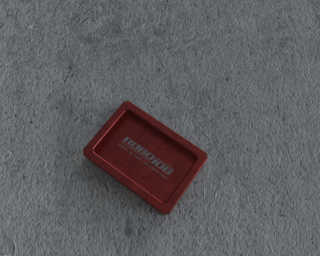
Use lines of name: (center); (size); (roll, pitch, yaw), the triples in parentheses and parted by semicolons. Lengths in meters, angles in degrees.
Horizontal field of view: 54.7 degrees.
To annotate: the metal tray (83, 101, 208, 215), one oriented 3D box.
metal tray: (-0.018, 0.036, 0.393); (0.130, 0.030, 0.090); (34, 73, 11)
